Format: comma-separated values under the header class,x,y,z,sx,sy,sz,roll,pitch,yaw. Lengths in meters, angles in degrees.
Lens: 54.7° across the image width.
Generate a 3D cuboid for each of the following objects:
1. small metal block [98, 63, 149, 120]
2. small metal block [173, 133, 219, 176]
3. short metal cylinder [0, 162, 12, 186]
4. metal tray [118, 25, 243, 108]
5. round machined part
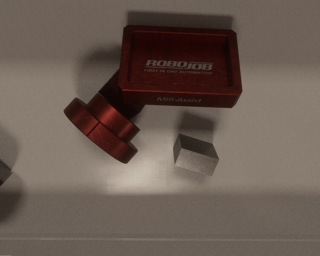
class,x,y,z,sx,sy,sz,roll,pitch,yaw
small metal block,-0.038,-0.047,0.377,0.050,0.050,0.025,42,140,-14
small metal block,0.046,0.034,0.411,0.050,0.050,0.025,17,109,-7
short metal cylinder,-0.245,0.071,0.405,0.080,0.080,0.050,-38,106,12
metal tray,0.022,-0.071,0.353,0.131,0.090,0.030,2,155,-2
round machined part,-0.063,-0.005,0.372,0.098,0.098,0.042,42,88,-14
